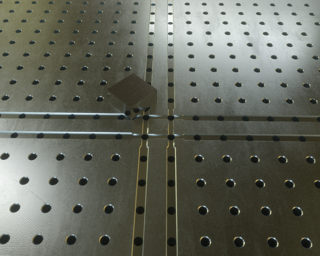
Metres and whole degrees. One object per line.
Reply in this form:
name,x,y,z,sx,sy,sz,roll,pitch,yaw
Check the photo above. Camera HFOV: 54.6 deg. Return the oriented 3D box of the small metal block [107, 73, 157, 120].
small metal block,-0.040,-0.046,0.447,0.050,0.025,0.050,37,59,27
